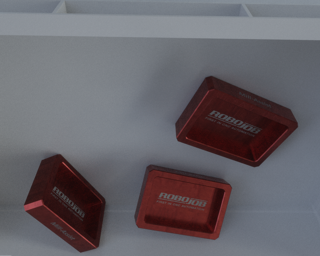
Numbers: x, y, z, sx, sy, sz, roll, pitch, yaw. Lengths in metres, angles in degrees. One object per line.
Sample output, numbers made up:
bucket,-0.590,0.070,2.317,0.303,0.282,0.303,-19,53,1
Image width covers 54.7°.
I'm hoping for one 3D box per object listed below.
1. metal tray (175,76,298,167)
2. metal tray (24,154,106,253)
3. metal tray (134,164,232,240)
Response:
metal tray,0.097,-0.004,0.404,0.131,0.030,0.089,19,127,-17
metal tray,-0.133,0.113,0.460,0.030,0.090,0.130,-21,128,16
metal tray,0.035,0.114,0.473,0.131,0.030,0.089,13,94,-11
